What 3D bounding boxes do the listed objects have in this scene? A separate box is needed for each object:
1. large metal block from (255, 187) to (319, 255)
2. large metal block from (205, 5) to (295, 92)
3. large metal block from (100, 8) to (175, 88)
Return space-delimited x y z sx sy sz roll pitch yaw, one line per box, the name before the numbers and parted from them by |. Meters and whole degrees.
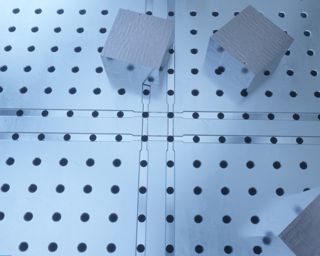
large metal block | 0.162 0.112 0.342 0.080 0.080 0.050 -39 75 -13
large metal block | 0.124 -0.112 0.440 0.080 0.050 0.080 -41 75 -14
large metal block | -0.029 -0.113 0.440 0.080 0.050 0.080 15 71 5
